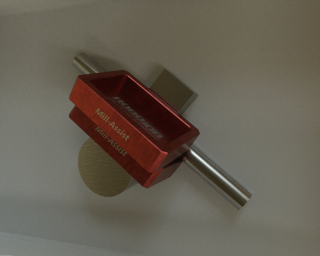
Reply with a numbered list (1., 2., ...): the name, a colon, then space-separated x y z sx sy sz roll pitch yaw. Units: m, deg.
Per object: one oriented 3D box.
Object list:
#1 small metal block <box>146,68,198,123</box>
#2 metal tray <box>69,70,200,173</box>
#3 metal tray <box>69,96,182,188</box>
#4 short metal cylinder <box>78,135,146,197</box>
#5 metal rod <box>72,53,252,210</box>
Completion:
1. small metal block: 0.013 -0.041 0.404 0.050 0.025 0.050 42 103 14
2. metal tray: -0.027 -0.015 0.356 0.130 0.091 0.030 41 120 15
3. metal tray: -0.039 0.014 0.387 0.130 0.090 0.030 41 103 15
4. short metal cylinder: -0.060 0.045 0.410 0.080 0.050 0.079 4 98 24
5. metal rod: -0.007 -0.005 0.412 0.300 0.025 0.025 41 103 15
